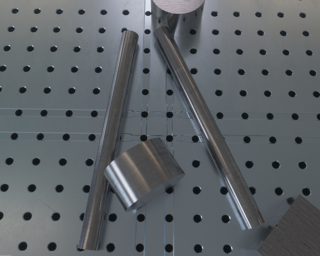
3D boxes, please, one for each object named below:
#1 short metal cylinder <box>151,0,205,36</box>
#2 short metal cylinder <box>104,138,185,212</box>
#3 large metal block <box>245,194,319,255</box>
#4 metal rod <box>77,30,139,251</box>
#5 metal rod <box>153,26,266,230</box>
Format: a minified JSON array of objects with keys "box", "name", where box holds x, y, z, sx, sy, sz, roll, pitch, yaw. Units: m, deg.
[{"box":[0.026,-0.188,0.467,0.081,0.050,0.080,0,70,0],"name":"short metal cylinder"},{"box":[-0.018,0.055,0.362,0.080,0.080,0.050,-31,73,-11],"name":"short metal cylinder"},{"box":[0.159,0.135,0.350,0.080,0.050,0.080,41,75,13],"name":"large metal block"},{"box":[-0.064,0.001,0.410,0.025,0.025,0.299,7,70,2],"name":"metal rod"},{"box":[0.058,-0.014,0.417,0.025,0.025,0.299,-21,71,-8],"name":"metal rod"}]
